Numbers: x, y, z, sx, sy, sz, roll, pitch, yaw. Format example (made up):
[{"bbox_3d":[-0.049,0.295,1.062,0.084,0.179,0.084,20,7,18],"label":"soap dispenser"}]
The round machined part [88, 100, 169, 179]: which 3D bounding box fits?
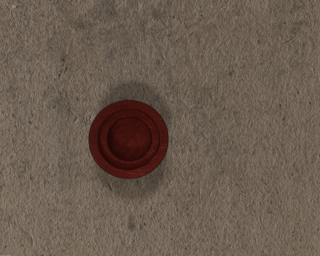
[{"bbox_3d":[-0.039,0.014,0.401,0.099,0.042,0.097,0,90,-1],"label":"round machined part"}]
